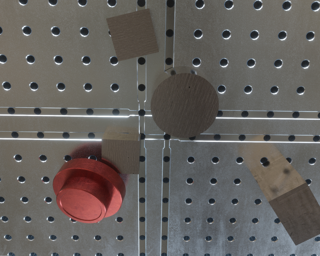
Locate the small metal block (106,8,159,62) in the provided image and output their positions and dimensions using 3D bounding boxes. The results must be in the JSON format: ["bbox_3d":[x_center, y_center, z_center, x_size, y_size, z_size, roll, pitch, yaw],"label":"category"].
[{"bbox_3d":[-0.031,-0.112,0.372,0.050,0.025,0.050,-12,110,4],"label":"small metal block"}]

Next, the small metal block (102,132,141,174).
[{"bbox_3d":[-0.053,0.035,0.425,0.050,0.025,0.050,3,110,-2],"label":"small metal block"}]

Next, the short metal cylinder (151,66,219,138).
[{"bbox_3d":[0.029,-0.034,0.388,0.081,0.050,0.079,0,110,-1],"label":"short metal cylinder"}]

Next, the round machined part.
[{"bbox_3d":[-0.100,0.091,0.422,0.098,0.042,0.097,6,126,9],"label":"round machined part"}]

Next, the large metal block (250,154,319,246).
[{"bbox_3d":[0.175,0.094,0.422,0.050,0.080,0.080,-32,107,11],"label":"large metal block"}]
